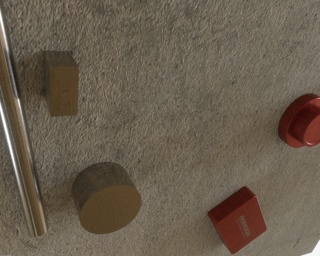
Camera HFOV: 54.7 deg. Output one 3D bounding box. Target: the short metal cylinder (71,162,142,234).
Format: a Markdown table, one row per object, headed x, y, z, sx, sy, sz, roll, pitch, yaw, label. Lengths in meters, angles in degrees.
| x | y | z | sx | sy | sz | roll | pitch | yaw | label |
| --- | --- | --- | --- | --- | --- | --- | --- | --- | --- |
| -0.071 | 0.092 | 0.409 | 0.081 | 0.050 | 0.079 | -14 | 124 | -21 | short metal cylinder |

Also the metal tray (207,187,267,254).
| x | y | z | sx | sy | sz | roll | pitch | yaw | label |
| --- | --- | --- | --- | --- | --- | --- | --- | --- | --- |
| 0.153 | 0.181 | 0.600 | 0.090 | 0.030 | 0.130 | -34 | 129 | -6 | metal tray |

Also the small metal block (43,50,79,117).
| x | y | z | sx | sy | sz | roll | pitch | yaw | label |
| --- | --- | --- | --- | --- | --- | --- | --- | --- | --- |
| -0.100 | -0.045 | 0.308 | 0.025 | 0.050 | 0.050 | -5 | 121 | -26 | small metal block |

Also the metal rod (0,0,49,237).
| x | y | z | sx | sy | sz | roll | pitch | yaw | label |
| --- | --- | --- | --- | --- | --- | --- | --- | --- | --- |
| -0.152 | 0.003 | 0.325 | 0.025 | 0.025 | 0.298 | -11 | 123 | -22 | metal rod |

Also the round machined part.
| x | y | z | sx | sy | sz | roll | pitch | yaw | label |
| --- | --- | --- | --- | --- | --- | --- | --- | --- | --- |
| 0.257 | -0.007 | 0.532 | 0.099 | 0.042 | 0.097 | -14 | 124 | -21 | round machined part |
